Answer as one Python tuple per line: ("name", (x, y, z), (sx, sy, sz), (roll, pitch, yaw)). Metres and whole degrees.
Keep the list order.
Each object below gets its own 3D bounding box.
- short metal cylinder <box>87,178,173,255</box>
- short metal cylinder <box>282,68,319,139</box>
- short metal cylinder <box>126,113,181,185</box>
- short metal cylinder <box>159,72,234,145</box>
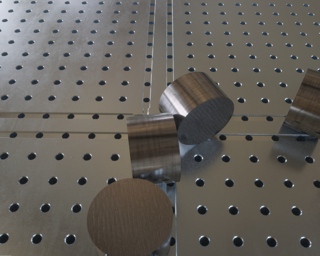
("short metal cylinder", (-0.028, 0.098, 0.309), (0.081, 0.050, 0.080), (0, 50, 0))
("short metal cylinder", (0.199, -0.031, 0.399), (0.050, 0.080, 0.080), (24, 54, 19))
("short metal cylinder", (-0.009, 0.024, 0.351), (0.050, 0.080, 0.080), (-6, 50, -5))
("short metal cylinder", (0.045, -0.024, 0.392), (0.081, 0.080, 0.050), (-21, 53, -17))
